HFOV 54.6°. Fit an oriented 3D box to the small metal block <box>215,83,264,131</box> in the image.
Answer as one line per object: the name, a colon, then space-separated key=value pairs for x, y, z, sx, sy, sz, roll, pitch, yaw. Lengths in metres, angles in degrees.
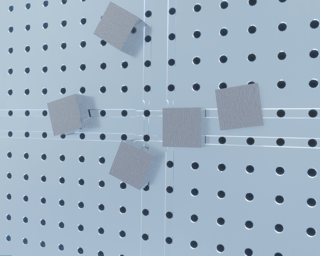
small metal block: x=0.097 y=-0.025 z=0.378 sx=0.050 sy=0.025 sz=0.050 roll=-8 pitch=88 yaw=20

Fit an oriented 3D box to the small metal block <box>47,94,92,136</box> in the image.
small metal block: x=-0.134 y=-0.019 z=0.461 sx=0.050 sy=0.025 sz=0.050 roll=-15 pitch=85 yaw=19

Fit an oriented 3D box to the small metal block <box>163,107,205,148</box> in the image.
small metal block: x=0.031 y=-0.001 z=0.402 sx=0.050 sy=0.025 sz=0.050 roll=0 pitch=90 yaw=20

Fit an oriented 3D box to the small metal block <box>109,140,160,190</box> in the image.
small metal block: x=-0.035 y=0.050 z=0.425 sx=0.050 sy=0.025 sz=0.050 roll=24 pitch=98 yaw=18

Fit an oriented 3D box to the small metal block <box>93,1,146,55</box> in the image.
small metal block: x=-0.056 y=-0.139 z=0.433 sx=0.050 sy=0.025 sz=0.050 roll=34 pitch=101 yaw=16
